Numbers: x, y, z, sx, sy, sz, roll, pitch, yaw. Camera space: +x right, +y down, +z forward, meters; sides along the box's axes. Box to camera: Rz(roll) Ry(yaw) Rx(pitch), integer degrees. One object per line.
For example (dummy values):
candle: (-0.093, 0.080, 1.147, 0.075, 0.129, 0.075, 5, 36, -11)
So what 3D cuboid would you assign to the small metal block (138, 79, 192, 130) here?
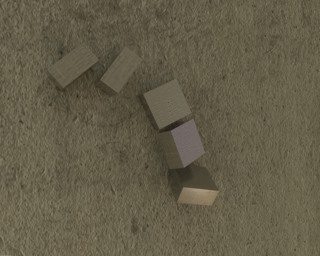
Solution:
small metal block: (0.006, -0.031, 0.411, 0.050, 0.025, 0.050, -28, 99, -18)

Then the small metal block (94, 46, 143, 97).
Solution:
small metal block: (-0.052, -0.067, 0.376, 0.025, 0.050, 0.050, 37, 78, -16)

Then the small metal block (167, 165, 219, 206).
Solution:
small metal block: (0.042, 0.074, 0.408, 0.050, 0.050, 0.025, 10, 117, -20)

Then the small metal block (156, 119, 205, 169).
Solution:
small metal block: (0.029, 0.020, 0.409, 0.050, 0.025, 0.050, -27, 100, -45)

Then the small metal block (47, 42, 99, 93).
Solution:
small metal block: (-0.102, -0.069, 0.358, 0.050, 0.050, 0.025, -43, 104, -15)
